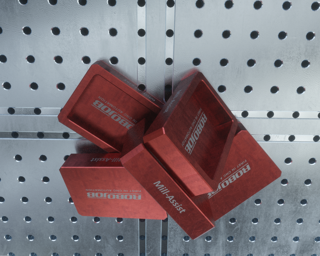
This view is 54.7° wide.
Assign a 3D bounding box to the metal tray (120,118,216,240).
[{"bbox_3d":[0.010,0.057,0.367,0.030,0.090,0.130,-37,107,12],"label":"metal tray"}]

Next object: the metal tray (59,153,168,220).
[{"bbox_3d":[-0.057,0.078,0.413,0.130,0.030,0.089,-2,122,16],"label":"metal tray"}]

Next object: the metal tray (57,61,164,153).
[{"bbox_3d":[-0.052,-0.014,0.405,0.130,0.030,0.090,34,106,-12],"label":"metal tray"}]

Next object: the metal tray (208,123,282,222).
[{"bbox_3d":[0.089,0.066,0.435,0.130,0.030,0.090,-39,106,13],"label":"metal tray"}]

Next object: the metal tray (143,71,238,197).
[{"bbox_3d":[0.043,0.002,0.359,0.030,0.130,0.090,-27,111,39],"label":"metal tray"}]
